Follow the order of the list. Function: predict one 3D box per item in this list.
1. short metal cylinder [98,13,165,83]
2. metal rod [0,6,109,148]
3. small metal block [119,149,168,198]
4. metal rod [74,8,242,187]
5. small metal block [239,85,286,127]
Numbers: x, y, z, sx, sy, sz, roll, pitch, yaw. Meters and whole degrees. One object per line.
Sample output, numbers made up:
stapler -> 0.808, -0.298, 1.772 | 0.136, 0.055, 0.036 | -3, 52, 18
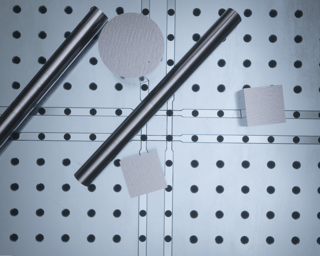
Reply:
short metal cylinder -> -0.035, -0.100, 0.400 | 0.081, 0.050, 0.079 | 0, 90, 0
metal rod -> -0.175, -0.039, 0.411 | 0.025, 0.025, 0.300 | 40, 90, 0
small metal block -> -0.021, 0.060, 0.413 | 0.050, 0.025, 0.050 | -17, 90, 0
metal rod -> -0.003, -0.041, 0.413 | 0.025, 0.025, 0.300 | 43, 90, 0
small metal block -> 0.136, -0.029, 0.414 | 0.050, 0.025, 0.050 | -6, 90, 0
